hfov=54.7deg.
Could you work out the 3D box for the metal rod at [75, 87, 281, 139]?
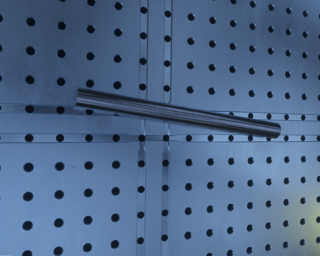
[{"bbox_3d":[0.039,-0.016,0.428,0.302,0.025,0.025,8,87,-20],"label":"metal rod"}]
